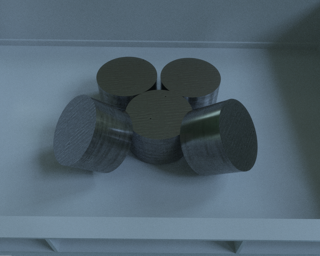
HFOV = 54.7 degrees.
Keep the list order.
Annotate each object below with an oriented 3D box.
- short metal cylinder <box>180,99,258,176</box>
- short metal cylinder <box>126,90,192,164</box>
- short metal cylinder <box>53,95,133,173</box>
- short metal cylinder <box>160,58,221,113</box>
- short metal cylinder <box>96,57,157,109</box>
[{"bbox_3d":[0.068,0.012,0.350,0.050,0.080,0.080,-15,37,41],"label":"short metal cylinder"},{"bbox_3d":[-0.001,-0.002,0.386,0.081,0.050,0.080,0,50,0],"label":"short metal cylinder"},{"bbox_3d":[-0.077,0.008,0.352,0.050,0.080,0.080,22,33,-44],"label":"short metal cylinder"},{"bbox_3d":[0.041,-0.053,0.432,0.081,0.050,0.080,0,50,0],"label":"short metal cylinder"},{"bbox_3d":[-0.044,-0.054,0.430,0.081,0.050,0.080,0,50,0],"label":"short metal cylinder"}]
